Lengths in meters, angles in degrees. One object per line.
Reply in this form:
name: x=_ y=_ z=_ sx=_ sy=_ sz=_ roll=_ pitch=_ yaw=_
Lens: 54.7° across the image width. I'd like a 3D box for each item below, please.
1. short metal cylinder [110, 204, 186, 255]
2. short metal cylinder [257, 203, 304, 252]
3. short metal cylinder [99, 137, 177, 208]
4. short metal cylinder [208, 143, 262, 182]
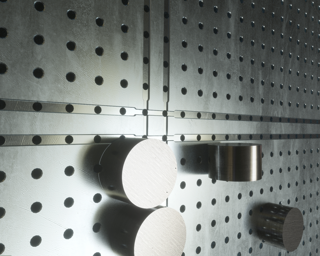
short metal cylinder: x=-0.014 y=0.134 z=0.384 sx=0.081 sy=0.050 sz=0.079 roll=0 pitch=90 yaw=-40
short metal cylinder: x=0.231 y=0.187 z=0.591 sx=0.081 sy=0.050 sz=0.079 roll=0 pitch=90 yaw=-40
short metal cylinder: x=-0.026 y=0.052 z=0.373 sx=0.081 sy=0.050 sz=0.079 roll=0 pitch=90 yaw=-40
short metal cylinder: x=0.113 y=0.050 z=0.471 sx=0.081 sy=0.080 sz=0.050 roll=-1 pitch=91 yaw=-40
